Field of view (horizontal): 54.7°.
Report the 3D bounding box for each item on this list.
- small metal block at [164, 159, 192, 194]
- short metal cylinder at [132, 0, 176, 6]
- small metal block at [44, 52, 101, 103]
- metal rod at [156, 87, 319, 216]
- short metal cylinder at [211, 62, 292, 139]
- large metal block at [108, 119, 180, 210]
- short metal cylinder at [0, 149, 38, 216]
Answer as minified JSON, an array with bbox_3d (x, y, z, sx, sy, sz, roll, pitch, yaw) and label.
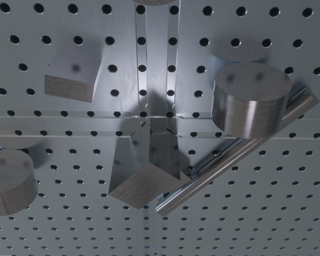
[{"bbox_3d":[0.012,0.067,0.469,0.050,0.025,0.050,-32,123,24],"label":"small metal block"},{"bbox_3d":[-0.005,-0.153,0.264,0.081,0.050,0.079,0,130,0],"label":"short metal cylinder"},{"bbox_3d":[-0.096,-0.057,0.346,0.050,0.050,0.025,11,129,-9],"label":"small metal block"},{"bbox_3d":[0.094,0.049,0.454,0.025,0.025,0.299,31,124,-24],"label":"metal rod"},{"bbox_3d":[0.100,-0.033,0.348,0.080,0.080,0.050,-1,130,1],"label":"short metal cylinder"},{"bbox_3d":[-0.021,0.049,0.416,0.050,0.080,0.080,34,122,-26],"label":"large metal block"},{"bbox_3d":[-0.218,0.076,0.438,0.081,0.080,0.050,4,130,-4],"label":"short metal cylinder"}]
